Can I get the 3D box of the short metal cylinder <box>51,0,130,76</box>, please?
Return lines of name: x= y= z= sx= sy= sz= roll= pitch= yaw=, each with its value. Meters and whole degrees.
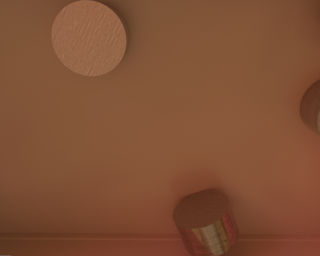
short metal cylinder: x=-0.077 y=-0.104 z=0.358 sx=0.081 sy=0.050 sz=0.079 roll=0 pitch=110 yaw=-1

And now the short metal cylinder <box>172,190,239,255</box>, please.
short metal cylinder: x=0.064 y=0.131 z=0.431 sx=0.080 sy=0.080 sz=0.050 roll=-19 pitch=109 yaw=6

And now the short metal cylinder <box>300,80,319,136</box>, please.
short metal cylinder: x=0.229 y=-0.022 z=0.393 sx=0.081 sy=0.050 sz=0.079 roll=0 pitch=110 yaw=-1
